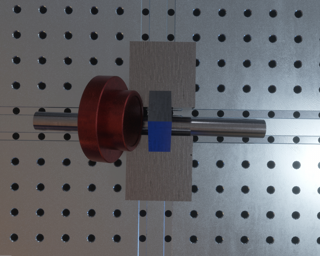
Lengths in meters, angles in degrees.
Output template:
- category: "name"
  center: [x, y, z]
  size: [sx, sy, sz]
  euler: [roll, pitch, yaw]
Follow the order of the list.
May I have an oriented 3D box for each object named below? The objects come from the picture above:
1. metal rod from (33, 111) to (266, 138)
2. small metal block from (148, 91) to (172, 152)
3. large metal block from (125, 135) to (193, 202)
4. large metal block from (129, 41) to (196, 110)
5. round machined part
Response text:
- category: "metal rod"
  center: [-0.013, -0.004, 0.413]
  size: [0.302, 0.025, 0.025]
  euler: [2, 90, 0]
- category: "small metal block"
  center: [0.000, -0.008, 0.357]
  size: [0.025, 0.050, 0.050]
  euler: [1, 46, 0]
- category: "large metal block"
  center: [-0.001, 0.049, 0.401]
  size: [0.081, 0.050, 0.079]
  euler: [1, 90, 0]
- category: "large metal block"
  center: [0.003, -0.065, 0.401]
  size: [0.081, 0.050, 0.079]
  euler: [1, 90, 0]
- category: "round machined part"
  center: [-0.049, -0.009, 0.347]
  size: [0.042, 0.098, 0.097]
  euler: [4, 90, 14]
